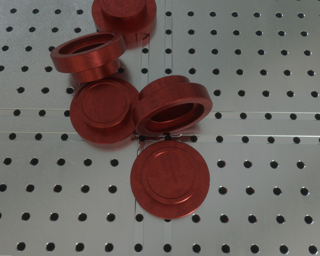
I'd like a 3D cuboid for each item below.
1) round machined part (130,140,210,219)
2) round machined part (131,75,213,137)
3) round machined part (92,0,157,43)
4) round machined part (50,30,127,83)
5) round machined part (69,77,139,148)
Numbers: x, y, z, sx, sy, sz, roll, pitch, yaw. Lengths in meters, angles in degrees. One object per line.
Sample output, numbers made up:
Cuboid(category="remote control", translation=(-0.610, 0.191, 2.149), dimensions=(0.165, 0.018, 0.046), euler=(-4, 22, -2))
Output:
Cuboid(category="round machined part", translation=(0.013, 0.061, 0.381), dimensions=(0.099, 0.042, 0.098), euler=(0, 70, -1))
Cuboid(category="round machined part", translation=(0.012, -0.029, 0.384), dimensions=(0.099, 0.098, 0.042), euler=(-16, 69, -6))
Cuboid(category="round machined part", translation=(-0.054, -0.182, 0.468), dimensions=(0.099, 0.042, 0.098), euler=(0, 70, -1))
Cuboid(category="round machined part", translation=(-0.092, -0.095, 0.419), dimensions=(0.098, 0.042, 0.098), euler=(-11, 32, 7))
Cuboid(category="round machined part", translation=(-0.071, -0.025, 0.411), dimensions=(0.099, 0.042, 0.098), euler=(0, 70, -1))
